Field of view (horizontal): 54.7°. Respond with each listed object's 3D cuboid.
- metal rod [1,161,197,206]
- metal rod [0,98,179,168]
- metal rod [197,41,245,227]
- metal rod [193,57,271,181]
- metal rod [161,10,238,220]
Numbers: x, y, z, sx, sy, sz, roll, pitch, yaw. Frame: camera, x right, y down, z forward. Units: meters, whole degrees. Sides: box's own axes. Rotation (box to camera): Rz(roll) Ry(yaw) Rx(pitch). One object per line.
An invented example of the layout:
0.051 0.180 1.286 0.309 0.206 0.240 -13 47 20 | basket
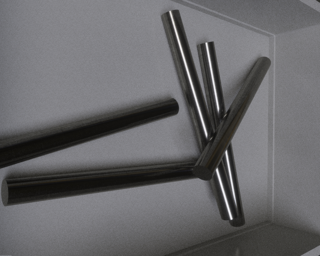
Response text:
-0.028 0.061 0.384 0.302 0.025 0.025 0 90 -40 | metal rod
-0.095 0.008 0.328 0.302 0.025 0.025 -18 102 -39 | metal rod
0.099 0.016 0.492 0.025 0.025 0.298 -20 103 -38 | metal rod
0.122 -0.033 0.472 0.301 0.025 0.025 -51 121 -42 | metal rod
0.058 -0.014 0.435 0.025 0.025 0.298 -22 97 -38 | metal rod
